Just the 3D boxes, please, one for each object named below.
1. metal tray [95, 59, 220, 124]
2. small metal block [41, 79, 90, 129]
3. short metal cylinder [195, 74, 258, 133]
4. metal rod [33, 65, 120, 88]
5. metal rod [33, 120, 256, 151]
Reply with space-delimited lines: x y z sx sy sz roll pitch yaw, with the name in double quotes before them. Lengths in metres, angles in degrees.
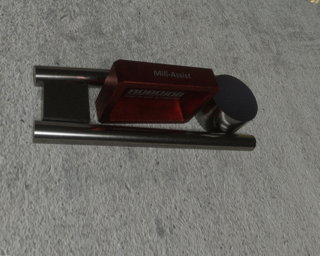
"metal tray" -0.004 -0.039 0.384 0.131 0.090 0.030 0 62 -28
"small metal block" -0.111 -0.027 0.362 0.050 0.025 0.050 4 60 -26
"short metal cylinder" 0.096 -0.032 0.460 0.081 0.050 0.080 14 56 -21
"metal rod" -0.016 -0.068 0.438 0.303 0.025 0.025 -3 63 -30
"metal rod" 0.000 0.013 0.398 0.302 0.025 0.025 4 60 -26
